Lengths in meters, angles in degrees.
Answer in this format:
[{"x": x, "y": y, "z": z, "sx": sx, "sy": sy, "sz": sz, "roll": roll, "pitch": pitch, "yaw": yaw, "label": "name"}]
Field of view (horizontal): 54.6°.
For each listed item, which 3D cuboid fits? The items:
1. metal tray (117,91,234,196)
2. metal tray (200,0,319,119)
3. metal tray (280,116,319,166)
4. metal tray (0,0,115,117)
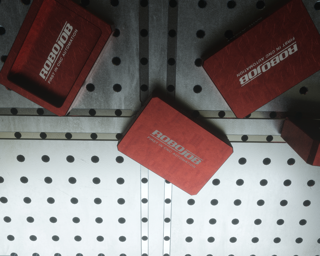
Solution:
[{"x": 0.020, "y": 0.023, "z": 0.419, "sx": 0.130, "sy": 0.030, "sz": 0.090, "roll": 33, "pitch": 107, "yaw": -12, "label": "metal tray"}, {"x": 0.127, "y": -0.083, "z": 0.381, "sx": 0.130, "sy": 0.030, "sz": 0.090, "roll": -34, "pitch": 107, "yaw": 11, "label": "metal tray"}, {"x": 0.232, "y": 0.020, "z": 0.387, "sx": 0.131, "sy": 0.090, "sz": 0.030, "roll": 7, "pitch": 110, "yaw": -3, "label": "metal tray"}, {"x": -0.125, "y": -0.090, "z": 0.376, "sx": 0.090, "sy": 0.030, "sz": 0.129, "roll": 31, "pitch": 107, "yaw": -11, "label": "metal tray"}]
